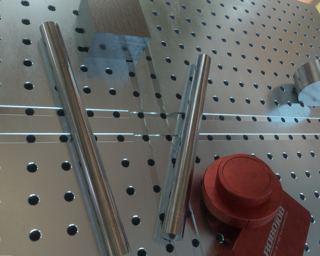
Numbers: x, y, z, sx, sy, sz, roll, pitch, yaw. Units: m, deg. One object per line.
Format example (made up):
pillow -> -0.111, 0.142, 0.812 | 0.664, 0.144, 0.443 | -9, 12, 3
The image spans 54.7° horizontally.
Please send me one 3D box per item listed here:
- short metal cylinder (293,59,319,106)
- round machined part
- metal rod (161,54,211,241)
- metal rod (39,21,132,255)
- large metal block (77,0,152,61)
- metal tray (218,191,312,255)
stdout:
short metal cylinder -> 0.302, -0.085, 0.591 | 0.081, 0.080, 0.050 | 15, 56, -20
round machined part -> 0.103, 0.071, 0.386 | 0.099, 0.042, 0.098 | 1, 44, -1
metal rod -> 0.043, 0.003, 0.431 | 0.025, 0.025, 0.300 | 25, 53, -14
metal rod -> -0.093, -0.002, 0.359 | 0.025, 0.025, 0.299 | -9, 66, -32
large metal block -> -0.068, -0.147, 0.446 | 0.081, 0.050, 0.080 | -3, 63, -30
metal tray -> 0.140, 0.137, 0.399 | 0.090, 0.030, 0.131 | 40, 51, -1
